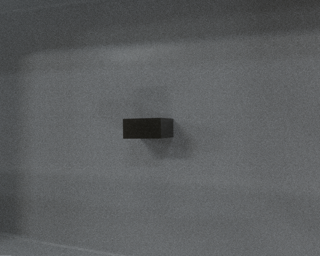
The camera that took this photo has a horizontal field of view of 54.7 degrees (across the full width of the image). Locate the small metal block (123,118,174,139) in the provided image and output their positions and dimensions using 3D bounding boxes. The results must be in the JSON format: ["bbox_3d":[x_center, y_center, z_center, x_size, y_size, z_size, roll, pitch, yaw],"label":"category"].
[{"bbox_3d":[-0.014,0.000,0.401,0.050,0.050,0.025,-1,90,19],"label":"small metal block"}]
